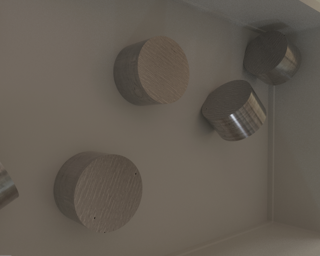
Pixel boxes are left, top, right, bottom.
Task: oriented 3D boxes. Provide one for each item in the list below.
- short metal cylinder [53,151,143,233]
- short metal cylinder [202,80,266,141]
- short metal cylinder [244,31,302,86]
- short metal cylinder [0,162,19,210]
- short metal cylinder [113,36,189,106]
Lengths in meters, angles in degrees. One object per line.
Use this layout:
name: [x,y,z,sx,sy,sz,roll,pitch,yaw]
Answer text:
short metal cylinder: [-0.066,0.067,0.336,0.081,0.050,0.079,0,90,-40]
short metal cylinder: [0.111,-0.027,0.467,0.050,0.080,0.080,48,61,-30]
short metal cylinder: [0.194,-0.120,0.537,0.050,0.080,0.080,21,77,-39]
short metal cylinder: [-0.157,0.038,0.240,0.050,0.080,0.080,-39,114,-34]
short metal cylinder: [-0.010,-0.068,0.384,0.081,0.050,0.079,0,90,-40]
